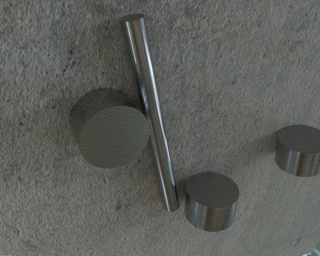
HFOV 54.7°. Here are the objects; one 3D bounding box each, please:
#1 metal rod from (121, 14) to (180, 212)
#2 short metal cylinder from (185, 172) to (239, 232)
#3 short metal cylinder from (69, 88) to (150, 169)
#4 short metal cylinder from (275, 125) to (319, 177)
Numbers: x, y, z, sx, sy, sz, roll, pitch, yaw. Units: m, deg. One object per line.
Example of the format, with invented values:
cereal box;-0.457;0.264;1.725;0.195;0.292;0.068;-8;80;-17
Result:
metal rod;-0.005;0.005;0.407;0.025;0.025;0.298;-22;127;-15
short metal cylinder;0.080;0.114;0.485;0.081;0.080;0.050;-12;124;-22
short metal cylinder;-0.059;0.000;0.358;0.081;0.050;0.079;-14;124;-21
short metal cylinder;0.240;0.037;0.525;0.081;0.080;0.050;-18;126;-18
